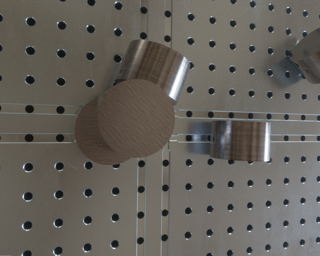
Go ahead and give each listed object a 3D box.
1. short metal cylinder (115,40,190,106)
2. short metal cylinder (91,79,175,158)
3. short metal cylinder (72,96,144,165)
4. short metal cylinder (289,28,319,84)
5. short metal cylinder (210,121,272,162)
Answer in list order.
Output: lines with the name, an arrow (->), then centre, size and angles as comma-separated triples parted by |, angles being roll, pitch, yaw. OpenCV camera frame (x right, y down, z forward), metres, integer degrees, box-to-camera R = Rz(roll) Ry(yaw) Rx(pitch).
short metal cylinder -> -0.009, -0.066, 0.381 | 0.080, 0.080, 0.050 | 22, 83, -19
short metal cylinder -> -0.031, -0.010, 0.335 | 0.081, 0.050, 0.079 | 0, 90, -20
short metal cylinder -> -0.064, 0.002, 0.376 | 0.081, 0.050, 0.079 | 0, 90, -20
short metal cylinder -> 0.251, -0.114, 0.478 | 0.050, 0.080, 0.080 | 43, 76, -15
short metal cylinder -> 0.110, 0.017, 0.426 | 0.081, 0.080, 0.050 | 3, 89, -20
